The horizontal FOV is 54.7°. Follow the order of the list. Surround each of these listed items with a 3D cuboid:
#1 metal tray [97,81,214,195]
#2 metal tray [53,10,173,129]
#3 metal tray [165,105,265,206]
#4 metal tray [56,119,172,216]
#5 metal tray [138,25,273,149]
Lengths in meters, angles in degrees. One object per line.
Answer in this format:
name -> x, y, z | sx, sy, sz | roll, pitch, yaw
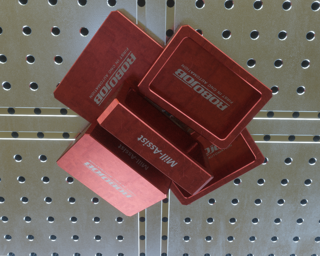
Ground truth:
metal tray -> -0.003, 0.008, 0.349 | 0.130, 0.090, 0.030 | 39, 105, -14
metal tray -> -0.057, -0.066, 0.385 | 0.090, 0.030, 0.130 | 37, 106, -13
metal tray -> 0.063, 0.038, 0.424 | 0.130, 0.030, 0.090 | -32, 107, 10
metal tray -> -0.061, 0.058, 0.411 | 0.130, 0.030, 0.090 | 40, 130, -14
metal tray -> 0.051, -0.046, 0.362 | 0.130, 0.030, 0.090 | 34, 106, -12
